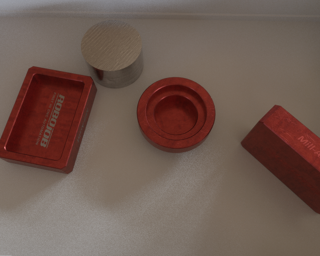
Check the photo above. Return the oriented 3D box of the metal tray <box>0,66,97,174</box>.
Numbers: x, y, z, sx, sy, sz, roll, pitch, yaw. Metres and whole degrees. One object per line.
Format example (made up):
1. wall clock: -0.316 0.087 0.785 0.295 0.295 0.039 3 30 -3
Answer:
1. metal tray: -0.145 -0.012 0.409 0.091 0.030 0.130 11 70 3

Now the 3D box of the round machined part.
1. round machined part: 0.020 -0.014 0.406 0.099 0.042 0.098 0 70 -1

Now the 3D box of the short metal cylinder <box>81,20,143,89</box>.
1. short metal cylinder: -0.064 -0.102 0.433 0.081 0.050 0.080 0 70 0

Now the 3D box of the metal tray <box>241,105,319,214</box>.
1. metal tray: 0.163 0.040 0.362 0.030 0.090 0.130 -43 76 -14
